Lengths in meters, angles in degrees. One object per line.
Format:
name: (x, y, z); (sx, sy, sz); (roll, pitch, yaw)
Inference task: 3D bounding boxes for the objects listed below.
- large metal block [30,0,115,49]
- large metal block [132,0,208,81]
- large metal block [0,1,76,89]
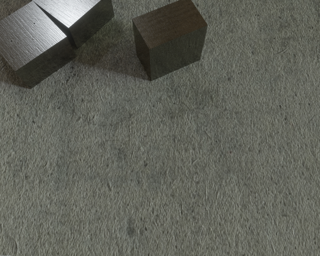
large metal block: (-0.128, -0.179, 0.459); (0.080, 0.050, 0.080); (38, 74, 13)
large metal block: (0.012, -0.118, 0.422); (0.080, 0.080, 0.050); (-25, 72, -9)
large metal block: (-0.181, -0.116, 0.436); (0.080, 0.050, 0.080); (-40, 75, -13)
